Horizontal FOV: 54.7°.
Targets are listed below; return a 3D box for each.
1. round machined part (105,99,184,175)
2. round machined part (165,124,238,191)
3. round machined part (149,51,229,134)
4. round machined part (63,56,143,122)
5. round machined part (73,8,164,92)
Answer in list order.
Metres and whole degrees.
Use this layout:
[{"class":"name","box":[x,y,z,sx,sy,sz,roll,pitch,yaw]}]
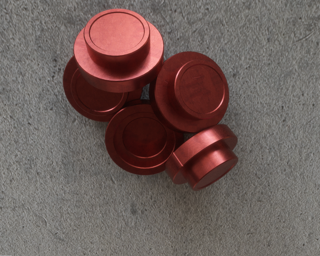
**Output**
[{"class":"round machined part","box":[-0.019,0.009,0.405,0.099,0.042,0.097,0,110,-1]},{"class":"round machined part","box":[0.058,0.043,0.389,0.098,0.098,0.042,-41,65,13]},{"class":"round machined part","box":[0.040,-0.043,0.364,0.099,0.042,0.097,1,86,-21]},{"class":"round machined part","box":[-0.071,-0.053,0.383,0.099,0.042,0.097,0,110,-1]},{"class":"round machined part","box":[-0.045,-0.090,0.337,0.099,0.098,0.042,1,152,-1]}]
